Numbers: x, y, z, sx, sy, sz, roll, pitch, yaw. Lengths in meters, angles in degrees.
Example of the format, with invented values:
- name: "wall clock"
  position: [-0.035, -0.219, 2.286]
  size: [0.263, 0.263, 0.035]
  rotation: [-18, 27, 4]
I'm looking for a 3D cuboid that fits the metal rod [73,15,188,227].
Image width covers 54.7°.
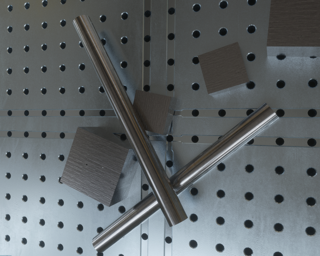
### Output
- name: "metal rod"
  position: [-0.043, -0.018, 0.401]
  size: [0.025, 0.025, 0.299]
  rotation: [-30, 78, 17]

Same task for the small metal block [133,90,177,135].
- name: "small metal block"
  position: [-0.010, -0.021, 0.416]
  size: [0.050, 0.025, 0.050]
  rotation: [14, 95, 19]

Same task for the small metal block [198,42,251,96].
- name: "small metal block"
  position: [0.080, -0.072, 0.384]
  size: [0.050, 0.025, 0.050]
  rotation: [-16, 85, 19]

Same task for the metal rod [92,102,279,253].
- name: "metal rod"
  position: [0.023, 0.073, 0.404]
  size: [0.299, 0.025, 0.025]
  rotation: [-41, 77, 15]

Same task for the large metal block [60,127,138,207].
- name: "large metal block"
  position: [-0.079, 0.050, 0.427]
  size: [0.080, 0.050, 0.080]
  rotation: [22, 97, 18]

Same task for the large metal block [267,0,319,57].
- name: "large metal block"
  position: [0.164, -0.124, 0.341]
  size: [0.080, 0.050, 0.079]
  rotation: [6, 92, 20]
